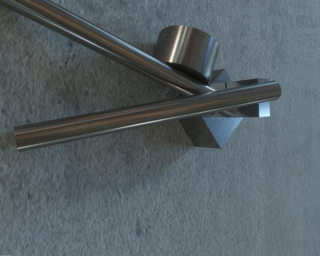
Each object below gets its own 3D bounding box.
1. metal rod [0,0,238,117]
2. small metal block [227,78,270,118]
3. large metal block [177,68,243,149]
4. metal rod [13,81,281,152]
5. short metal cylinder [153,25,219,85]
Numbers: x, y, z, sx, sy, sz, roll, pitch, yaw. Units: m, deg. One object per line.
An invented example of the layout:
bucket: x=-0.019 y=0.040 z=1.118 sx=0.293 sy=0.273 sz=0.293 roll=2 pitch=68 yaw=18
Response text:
metal rod: x=-0.030 y=-0.078 z=0.345 sx=0.302 sy=0.025 sz=0.025 roll=23 pitch=75 yaw=-26
small metal block: x=0.120 y=-0.040 z=0.424 sx=0.025 sy=0.050 sz=0.050 roll=-5 pitch=94 yaw=-40
large metal block: x=0.072 y=-0.028 z=0.451 sx=0.080 sy=0.050 sz=0.080 roll=-48 pitch=119 yaw=-28
metal rod: x=0.004 y=-0.018 z=0.342 sx=0.302 sy=0.025 sz=0.025 roll=-12 pitch=98 yaw=-19
short metal cylinder: x=0.030 y=-0.087 z=0.399 sx=0.080 sy=0.080 sz=0.050 roll=26 pitch=74 yaw=-37
